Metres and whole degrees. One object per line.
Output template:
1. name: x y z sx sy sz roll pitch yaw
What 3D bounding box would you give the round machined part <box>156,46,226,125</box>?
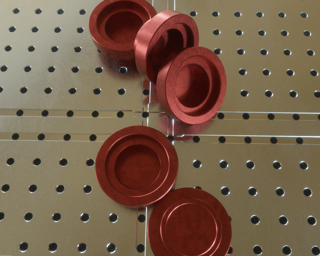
1. round machined part: 0.037 -0.056 0.405 0.099 0.042 0.097 -7 104 -31

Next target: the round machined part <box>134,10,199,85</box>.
1. round machined part: 0.004 -0.109 0.417 0.098 0.098 0.042 -45 55 -14

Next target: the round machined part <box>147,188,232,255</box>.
1. round machined part: 0.035 0.118 0.360 0.099 0.042 0.098 0 70 0

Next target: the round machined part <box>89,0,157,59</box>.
1. round machined part: -0.051 -0.142 0.454 0.099 0.042 0.098 0 69 1

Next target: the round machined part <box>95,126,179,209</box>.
1. round machined part: -0.027 0.050 0.384 0.099 0.042 0.098 0 69 1
